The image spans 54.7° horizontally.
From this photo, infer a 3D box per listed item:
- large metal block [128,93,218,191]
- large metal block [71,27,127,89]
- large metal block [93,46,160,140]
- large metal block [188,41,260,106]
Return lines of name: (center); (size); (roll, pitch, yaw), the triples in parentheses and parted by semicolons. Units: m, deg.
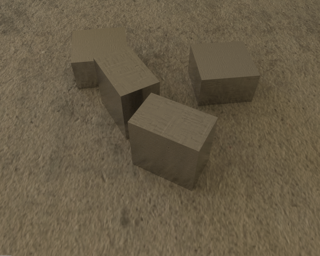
large metal block: (0.014, 0.017, 0.354); (0.080, 0.080, 0.050); (22, 54, 17)
large metal block: (-0.090, -0.109, 0.477); (0.081, 0.050, 0.080); (-6, 50, -6)
large metal block: (-0.042, -0.046, 0.405); (0.050, 0.080, 0.080); (-24, 54, -19)
large metal block: (0.090, -0.081, 0.457); (0.081, 0.050, 0.080); (-5, 50, -5)
